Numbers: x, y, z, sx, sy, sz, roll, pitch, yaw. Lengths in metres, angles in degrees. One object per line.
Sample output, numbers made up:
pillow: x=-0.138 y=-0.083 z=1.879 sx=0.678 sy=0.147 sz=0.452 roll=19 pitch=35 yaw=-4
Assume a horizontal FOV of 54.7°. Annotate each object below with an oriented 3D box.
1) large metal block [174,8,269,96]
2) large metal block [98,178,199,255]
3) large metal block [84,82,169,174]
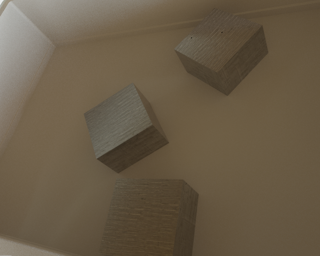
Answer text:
large metal block: x=0.081 y=-0.102 z=0.409 sx=0.080 sy=0.050 sz=0.080 roll=-47 pitch=52 yaw=-5
large metal block: x=-0.009 y=0.101 z=0.331 sx=0.080 sy=0.050 sz=0.080 roll=-4 pitch=60 yaw=26
large metal block: x=-0.046 y=0.000 z=0.412 sx=0.080 sy=0.050 sz=0.080 roll=-31 pitch=52 yaw=7
